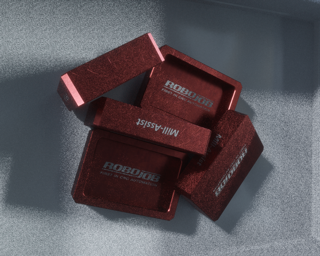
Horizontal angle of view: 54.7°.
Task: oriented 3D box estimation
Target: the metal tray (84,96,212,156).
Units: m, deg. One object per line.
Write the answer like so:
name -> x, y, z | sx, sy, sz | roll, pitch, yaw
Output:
metal tray -> -0.018, 0.000, 0.367 | 0.131, 0.090, 0.030 | 17, 85, -20

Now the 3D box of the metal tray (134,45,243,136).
metal tray -> 0.040, -0.043, 0.422 | 0.131, 0.030, 0.090 | 22, 83, -19

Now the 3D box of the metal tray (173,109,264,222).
metal tray -> 0.084, 0.051, 0.417 | 0.130, 0.030, 0.090 | -53, 135, -12

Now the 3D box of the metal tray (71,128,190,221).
metal tray -> -0.035, 0.059, 0.393 | 0.131, 0.030, 0.090 | 17, 84, -20

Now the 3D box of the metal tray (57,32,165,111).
metal tray -> -0.060, -0.054, 0.330 | 0.091, 0.130, 0.030 | -31, 101, -17
